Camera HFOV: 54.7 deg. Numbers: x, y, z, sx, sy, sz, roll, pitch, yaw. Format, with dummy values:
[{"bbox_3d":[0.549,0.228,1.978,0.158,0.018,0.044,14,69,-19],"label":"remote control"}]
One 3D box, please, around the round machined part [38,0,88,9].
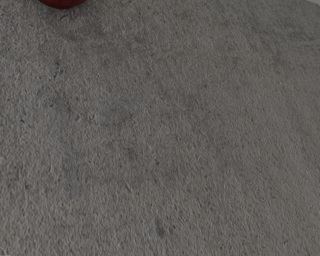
[{"bbox_3d":[-0.146,-0.210,0.442,0.099,0.042,0.098,14,56,-21],"label":"round machined part"}]
